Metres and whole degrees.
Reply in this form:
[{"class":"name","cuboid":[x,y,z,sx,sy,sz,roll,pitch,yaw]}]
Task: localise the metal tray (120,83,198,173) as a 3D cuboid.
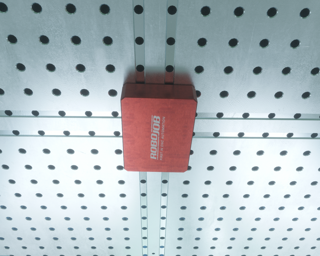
[{"class":"metal tray","cuboid":[-0.003,0.005,0.411,0.091,0.030,0.129,1,130,-2]}]
